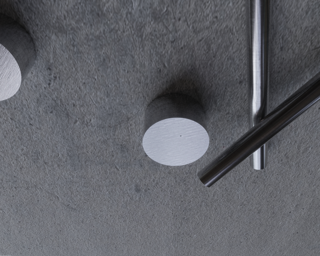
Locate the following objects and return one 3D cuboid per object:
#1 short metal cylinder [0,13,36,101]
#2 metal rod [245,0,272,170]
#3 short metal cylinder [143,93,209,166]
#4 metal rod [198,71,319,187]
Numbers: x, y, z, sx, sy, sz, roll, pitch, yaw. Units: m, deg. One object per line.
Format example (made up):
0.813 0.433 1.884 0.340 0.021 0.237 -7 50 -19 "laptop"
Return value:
-0.179 -0.075 0.325 0.081 0.050 0.079 0 130 0 "short metal cylinder"
0.114 -0.060 0.357 0.025 0.025 0.298 -9 130 7 "metal rod"
0.019 0.003 0.393 0.081 0.050 0.079 0 130 0 "short metal cylinder"
0.159 -0.028 0.358 0.025 0.025 0.299 35 114 -26 "metal rod"
